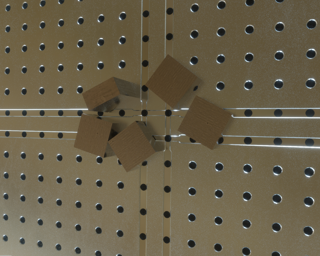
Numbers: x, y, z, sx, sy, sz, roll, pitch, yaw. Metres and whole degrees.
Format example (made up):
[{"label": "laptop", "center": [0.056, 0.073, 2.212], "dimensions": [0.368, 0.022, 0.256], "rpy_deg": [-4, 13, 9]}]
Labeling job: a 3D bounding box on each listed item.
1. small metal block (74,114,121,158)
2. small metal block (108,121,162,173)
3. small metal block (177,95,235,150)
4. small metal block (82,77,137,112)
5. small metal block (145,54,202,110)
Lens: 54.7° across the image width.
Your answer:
[{"label": "small metal block", "center": [-0.090, 0.010, 0.443], "dimensions": [0.050, 0.025, 0.050], "rpy_deg": [17, 96, 18]}, {"label": "small metal block", "center": [-0.034, 0.025, 0.424], "dimensions": [0.050, 0.025, 0.050], "rpy_deg": [-36, 79, 16]}, {"label": "small metal block", "center": [0.058, -0.007, 0.392], "dimensions": [0.050, 0.025, 0.050], "rpy_deg": [30, 100, 17]}, {"label": "small metal block", "center": [-0.068, -0.044, 0.422], "dimensions": [0.050, 0.050, 0.025], "rpy_deg": [-25, 82, 18]}, {"label": "small metal block", "center": [0.018, -0.060, 0.406], "dimensions": [0.050, 0.025, 0.050], "rpy_deg": [41, 103, 15]}]
